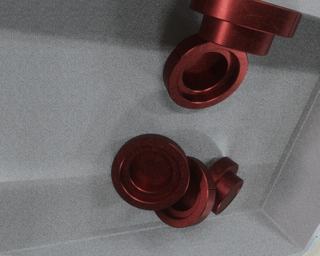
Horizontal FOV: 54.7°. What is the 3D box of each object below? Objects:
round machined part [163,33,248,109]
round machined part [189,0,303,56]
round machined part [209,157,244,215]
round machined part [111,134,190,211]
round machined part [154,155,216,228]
[{"bbox_3d":[0.050,-0.072,0.369,0.099,0.042,0.097,-12,139,-11],"label":"round machined part"},{"bbox_3d":[0.074,-0.098,0.288,0.099,0.098,0.042,1,119,-29],"label":"round machined part"},{"bbox_3d":[0.093,0.096,0.485,0.099,0.042,0.097,-37,149,-27],"label":"round machined part"},{"bbox_3d":[-0.011,0.054,0.406,0.099,0.042,0.097,1,104,4],"label":"round machined part"},{"bbox_3d":[0.036,0.088,0.438,0.042,0.098,0.098,14,112,-51],"label":"round machined part"}]
